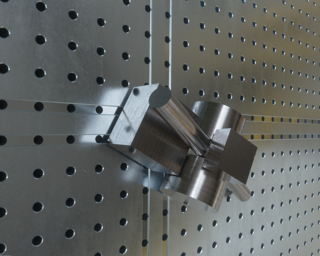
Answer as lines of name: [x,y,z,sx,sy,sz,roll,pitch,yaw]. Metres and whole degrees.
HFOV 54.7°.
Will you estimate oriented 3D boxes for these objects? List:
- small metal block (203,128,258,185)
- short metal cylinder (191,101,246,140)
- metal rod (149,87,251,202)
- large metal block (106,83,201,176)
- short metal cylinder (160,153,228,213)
small metal block: [0.085,0.035,0.374,0.050,0.025,0.050,32,70,-26]
short metal cylinder: [0.073,0.004,0.431,0.080,0.080,0.050,34,69,-35]
metal rod: [0.071,0.041,0.413,0.300,0.025,0.025,45,62,-48]
large metal block: [-0.005,0.003,0.381,0.080,0.050,0.080,36,68,-34]
short metal cylinder: [0.046,0.073,0.408,0.080,0.080,0.050,37,67,-34]
